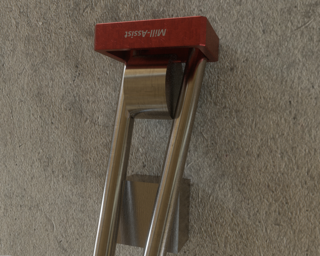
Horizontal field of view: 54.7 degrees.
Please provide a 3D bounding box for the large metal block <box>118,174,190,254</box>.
[{"bbox_3d":[-0.008,0.105,0.396,0.080,0.050,0.079,2,91,19],"label":"large metal block"}]

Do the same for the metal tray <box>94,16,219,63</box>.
[{"bbox_3d":[-0.001,-0.102,0.375,0.130,0.090,0.030,3,91,19],"label":"metal tray"}]

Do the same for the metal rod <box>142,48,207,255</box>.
[{"bbox_3d":[0.015,0.046,0.355,0.025,0.025,0.299,9,78,19],"label":"metal rod"}]

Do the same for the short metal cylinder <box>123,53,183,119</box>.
[{"bbox_3d":[-0.005,-0.050,0.382,0.050,0.080,0.079,2,91,19],"label":"short metal cylinder"}]

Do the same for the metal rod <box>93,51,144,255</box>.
[{"bbox_3d":[-0.051,0.042,0.379,0.025,0.025,0.299,2,76,19],"label":"metal rod"}]
